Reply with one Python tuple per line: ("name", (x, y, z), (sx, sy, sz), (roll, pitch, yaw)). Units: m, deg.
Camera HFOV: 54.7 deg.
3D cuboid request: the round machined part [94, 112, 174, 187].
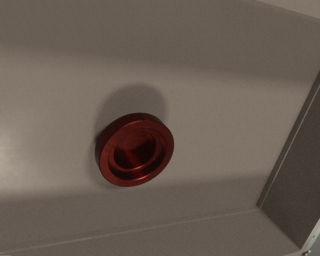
("round machined part", (-0.035, 0.023, 0.394), (0.099, 0.042, 0.097), (-14, 125, -21))
